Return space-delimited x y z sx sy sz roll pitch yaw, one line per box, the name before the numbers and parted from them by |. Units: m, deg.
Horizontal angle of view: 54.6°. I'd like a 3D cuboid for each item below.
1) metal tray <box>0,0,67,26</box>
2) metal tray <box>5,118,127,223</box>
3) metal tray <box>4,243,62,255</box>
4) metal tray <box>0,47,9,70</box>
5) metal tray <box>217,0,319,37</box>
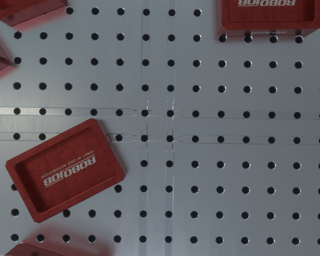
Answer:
metal tray | -0.191 -0.214 0.409 0.090 0.030 0.129 -21 90 0
metal tray | -0.121 0.054 0.410 0.130 0.030 0.090 -27 90 0
metal tray | -0.135 0.191 0.380 0.131 0.090 0.030 18 90 0
metal tray | -0.283 -0.091 0.409 0.130 0.030 0.090 -33 90 0
metal tray | 0.143 -0.171 0.411 0.131 0.030 0.090 -1 90 0
